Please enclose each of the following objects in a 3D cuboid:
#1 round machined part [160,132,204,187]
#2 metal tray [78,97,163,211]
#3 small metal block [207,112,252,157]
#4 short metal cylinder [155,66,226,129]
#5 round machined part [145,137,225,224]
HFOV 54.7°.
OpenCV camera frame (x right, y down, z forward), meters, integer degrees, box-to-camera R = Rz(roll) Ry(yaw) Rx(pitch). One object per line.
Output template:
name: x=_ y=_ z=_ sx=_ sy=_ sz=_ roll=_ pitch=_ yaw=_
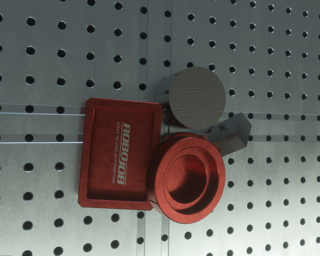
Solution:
round machined part: x=0.035 y=0.054 z=0.416 sx=0.099 sy=0.042 sz=0.097 roll=0 pitch=90 yaw=-21
metal tray: x=-0.048 y=0.032 z=0.381 sx=0.091 sy=0.030 sz=0.129 roll=5 pitch=88 yaw=-6
small metal block: x=0.094 y=0.011 z=0.425 sx=0.025 sy=0.050 sz=0.050 roll=49 pitch=40 yaw=-14
short metal cylinder: x=0.040 y=-0.038 z=0.415 sx=0.081 sy=0.050 sz=0.079 roll=0 pitch=90 yaw=-21
round machined part: x=0.026 y=0.058 z=0.363 sx=0.099 sy=0.042 sz=0.097 roll=-1 pitch=93 yaw=-31
